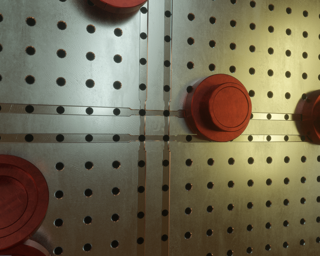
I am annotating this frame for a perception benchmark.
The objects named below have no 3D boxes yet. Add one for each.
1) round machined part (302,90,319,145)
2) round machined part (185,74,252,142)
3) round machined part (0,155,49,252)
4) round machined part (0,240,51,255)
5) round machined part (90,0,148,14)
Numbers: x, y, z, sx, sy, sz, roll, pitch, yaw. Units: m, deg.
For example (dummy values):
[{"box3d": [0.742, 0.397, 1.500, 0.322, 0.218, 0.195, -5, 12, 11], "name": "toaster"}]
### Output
[{"box3d": [0.290, -0.018, 0.513, 0.099, 0.042, 0.097, 0, 90, -21], "name": "round machined part"}, {"box3d": [0.089, -0.028, 0.438, 0.099, 0.042, 0.097, 0, 90, -21], "name": "round machined part"}, {"box3d": [-0.170, 0.081, 0.328, 0.099, 0.042, 0.098, 9, 61, -16], "name": "round machined part"}, {"box3d": [-0.167, 0.170, 0.343, 0.099, 0.042, 0.097, 0, 90, -20], "name": "round machined part"}, {"box3d": [-0.055, -0.190, 0.384, 0.099, 0.042, 0.097, 0, 90, -21], "name": "round machined part"}]
